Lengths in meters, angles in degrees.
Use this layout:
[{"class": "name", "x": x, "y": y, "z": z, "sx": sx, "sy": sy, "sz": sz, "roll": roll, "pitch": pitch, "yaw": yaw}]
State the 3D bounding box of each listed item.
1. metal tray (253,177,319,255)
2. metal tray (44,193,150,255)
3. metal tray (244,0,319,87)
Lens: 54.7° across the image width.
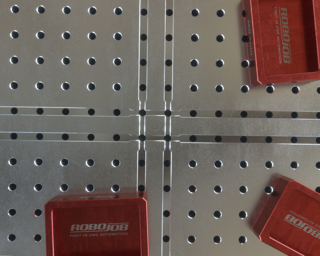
[{"class": "metal tray", "x": 0.204, "y": 0.135, "z": 0.413, "sx": 0.130, "sy": 0.030, "sz": 0.090, "roll": 29, "pitch": 90, "yaw": -1}, {"class": "metal tray", "x": -0.081, "y": 0.136, "z": 0.409, "sx": 0.131, "sy": 0.030, "sz": 0.089, "roll": -2, "pitch": 90, "yaw": -1}, {"class": "metal tray", "x": 0.165, "y": -0.124, "z": 0.412, "sx": 0.091, "sy": 0.030, "sz": 0.129, "roll": -5, "pitch": 90, "yaw": -1}]
